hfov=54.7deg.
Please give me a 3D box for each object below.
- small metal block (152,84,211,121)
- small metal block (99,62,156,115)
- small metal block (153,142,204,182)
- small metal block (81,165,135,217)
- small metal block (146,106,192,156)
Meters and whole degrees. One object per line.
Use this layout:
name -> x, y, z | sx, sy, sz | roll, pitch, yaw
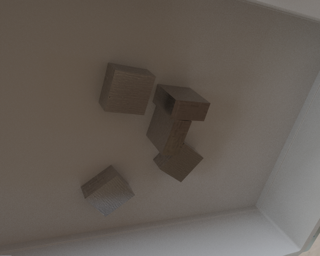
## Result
small metal block -> 0.026, -0.032, 0.389 | 0.050, 0.050, 0.025 | 2, 117, -30
small metal block -> -0.039, -0.045, 0.361 | 0.050, 0.025, 0.050 | 4, 116, -31
small metal block -> 0.027, 0.045, 0.454 | 0.050, 0.025, 0.050 | -48, 129, 5
small metal block -> -0.071, 0.087, 0.425 | 0.050, 0.025, 0.050 | -36, 130, -5
small metal block -> 0.010, 0.001, 0.400 | 0.025, 0.050, 0.050 | 5, 116, -31
